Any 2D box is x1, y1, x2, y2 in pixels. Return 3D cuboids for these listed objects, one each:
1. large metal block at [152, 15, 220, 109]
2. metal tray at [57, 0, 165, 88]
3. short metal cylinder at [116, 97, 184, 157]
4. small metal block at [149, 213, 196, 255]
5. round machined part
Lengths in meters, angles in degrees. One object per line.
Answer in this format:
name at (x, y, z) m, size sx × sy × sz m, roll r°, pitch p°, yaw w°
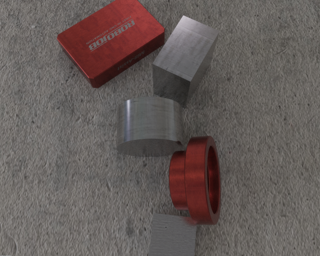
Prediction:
large metal block at (0.032, -0.084, 0.410) m, size 0.050 × 0.080 × 0.080 m, roll 27°, pitch 72°, yaw 9°
metal tray at (-0.069, -0.129, 0.452) m, size 0.131 × 0.030 × 0.090 m, roll -37°, pitch 74°, yaw -13°
short metal cylinder at (-0.012, 0.001, 0.378) m, size 0.081 × 0.080 × 0.050 m, roll -1°, pitch 70°, yaw -1°
small metal block at (0.015, 0.129, 0.361) m, size 0.050 × 0.025 × 0.050 m, roll 6°, pitch 70°, yaw 2°
round machined part at (0.040, 0.059, 0.352) m, size 0.042 × 0.098 × 0.098 m, roll -5°, pitch 69°, yaw 19°
